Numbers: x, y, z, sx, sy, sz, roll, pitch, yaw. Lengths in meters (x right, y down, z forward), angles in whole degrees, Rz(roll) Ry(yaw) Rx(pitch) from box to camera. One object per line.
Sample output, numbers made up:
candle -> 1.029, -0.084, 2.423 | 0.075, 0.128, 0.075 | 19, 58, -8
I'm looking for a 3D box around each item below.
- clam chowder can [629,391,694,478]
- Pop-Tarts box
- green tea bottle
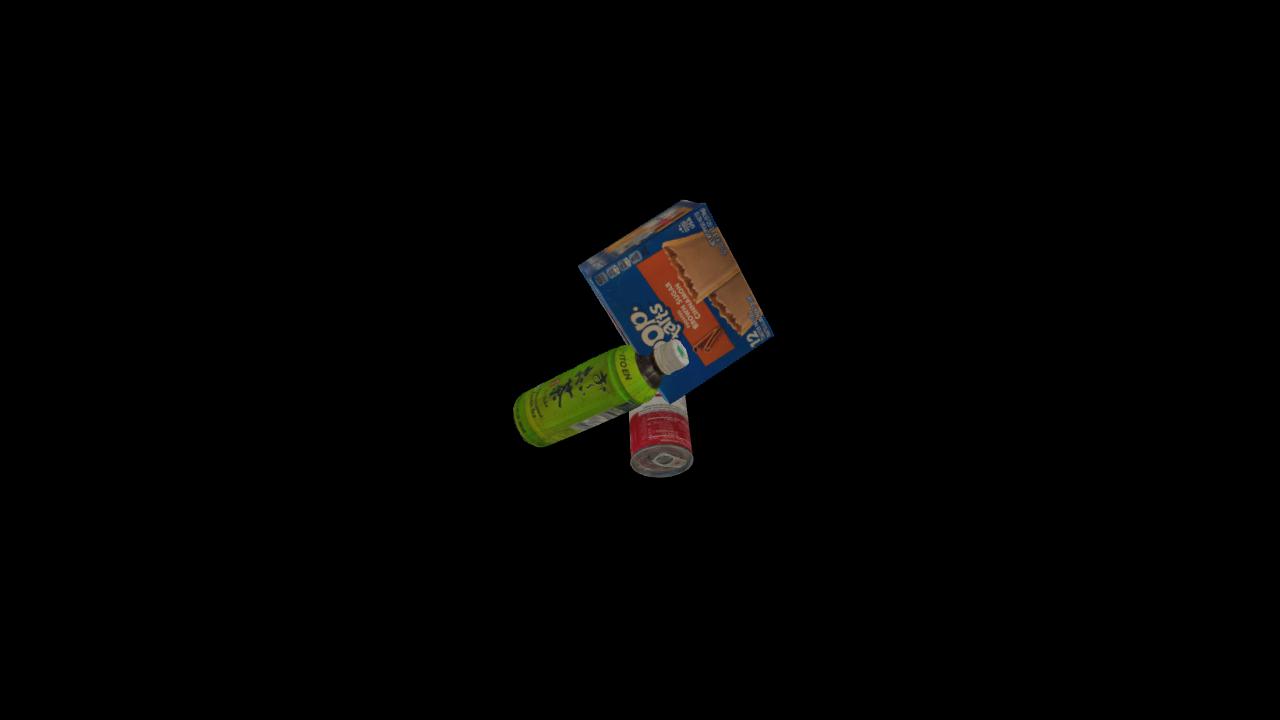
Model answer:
clam chowder can -> 0.021, 0.069, 0.681 | 0.068, 0.102, 0.068 | -2, -38, -2
Pop-Tarts box -> 0.039, -0.064, 0.670 | 0.141, 0.167, 0.083 | -33, 20, -3
green tea bottle -> -0.042, 0.033, 0.678 | 0.212, 0.073, 0.073 | -24, -10, 25
